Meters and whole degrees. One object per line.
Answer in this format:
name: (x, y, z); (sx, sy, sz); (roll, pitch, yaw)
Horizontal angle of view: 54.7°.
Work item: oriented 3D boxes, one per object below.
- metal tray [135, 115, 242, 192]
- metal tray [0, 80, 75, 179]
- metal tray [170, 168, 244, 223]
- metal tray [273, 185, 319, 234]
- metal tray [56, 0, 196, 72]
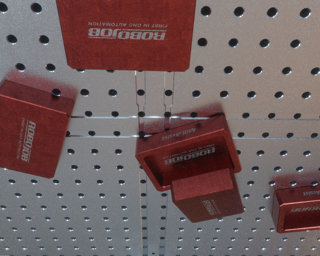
metal tray: (0.042, 0.040, 0.442); (0.130, 0.030, 0.090); (-17, 129, 13)
metal tray: (-0.174, 0.008, 0.413); (0.091, 0.030, 0.129); (16, 128, -14)
metal tray: (0.077, 0.108, 0.476); (0.090, 0.030, 0.130); (-15, 147, 11)
metal tray: (0.265, 0.138, 0.529); (0.131, 0.030, 0.090); (-8, 130, 6)
metal tray: (-0.032, -0.106, 0.318); (0.131, 0.030, 0.089); (1, 130, -2)
